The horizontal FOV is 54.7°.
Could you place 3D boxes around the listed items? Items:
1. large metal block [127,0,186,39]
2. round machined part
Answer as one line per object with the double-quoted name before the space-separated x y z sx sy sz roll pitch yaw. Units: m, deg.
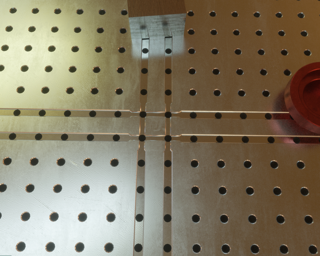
"large metal block" -0.007 -0.185 0.466 0.081 0.050 0.080 -5 70 -2
"round machined part" 0.217 -0.037 0.419 0.099 0.042 0.098 0 70 -1
